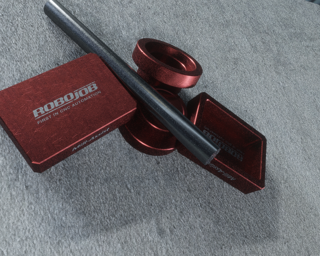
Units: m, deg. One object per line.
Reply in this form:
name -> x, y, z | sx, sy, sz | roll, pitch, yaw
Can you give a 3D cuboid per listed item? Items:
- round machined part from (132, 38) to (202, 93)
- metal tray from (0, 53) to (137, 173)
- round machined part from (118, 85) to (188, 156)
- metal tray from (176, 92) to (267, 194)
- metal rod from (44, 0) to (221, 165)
round machined part -> 0.006, -0.083, 0.434 | 0.099, 0.042, 0.098 | 20, 32, -13
metal tray -> -0.103, -0.022, 0.346 | 0.131, 0.030, 0.090 | -33, 77, -29
round machined part -> -0.004, -0.016, 0.403 | 0.099, 0.042, 0.098 | 14, 56, -21
metal tray -> 0.089, 0.021, 0.423 | 0.130, 0.030, 0.090 | 33, 51, -20
metal rod -> -0.046, -0.067, 0.378 | 0.300, 0.025, 0.025 | 44, 50, 19
